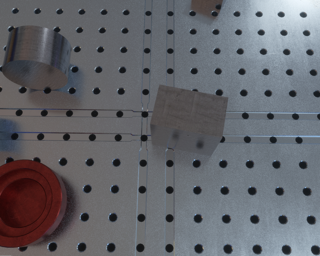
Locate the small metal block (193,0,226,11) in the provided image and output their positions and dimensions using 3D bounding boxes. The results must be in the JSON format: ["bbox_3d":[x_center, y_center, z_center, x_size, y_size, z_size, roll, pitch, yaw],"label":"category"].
[{"bbox_3d":[0.085,-0.222,0.493,0.050,0.025,0.050,26,72,9],"label":"small metal block"}]

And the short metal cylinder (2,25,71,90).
[{"bbox_3d":[-0.163,-0.091,0.415,0.081,0.080,0.050,0,70,0],"label":"short metal cylinder"}]

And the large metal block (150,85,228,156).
[{"bbox_3d":[0.034,-0.006,0.385,0.080,0.080,0.050,11,71,4],"label":"large metal block"}]

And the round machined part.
[{"bbox_3d":[-0.160,0.090,0.369,0.099,0.042,0.098,0,70,0],"label":"round machined part"}]
